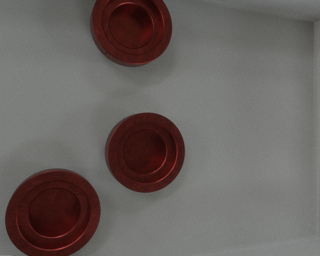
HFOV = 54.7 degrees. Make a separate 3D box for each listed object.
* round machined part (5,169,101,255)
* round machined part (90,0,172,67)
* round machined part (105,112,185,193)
[{"bbox_3d":[-0.121,0.095,0.357,0.099,0.042,0.097,0,90,-21],"label":"round machined part"},{"bbox_3d":[-0.038,-0.125,0.388,0.099,0.042,0.097,0,90,-21],"label":"round machined part"},{"bbox_3d":[-0.021,0.030,0.395,0.099,0.042,0.097,0,90,-21],"label":"round machined part"}]
